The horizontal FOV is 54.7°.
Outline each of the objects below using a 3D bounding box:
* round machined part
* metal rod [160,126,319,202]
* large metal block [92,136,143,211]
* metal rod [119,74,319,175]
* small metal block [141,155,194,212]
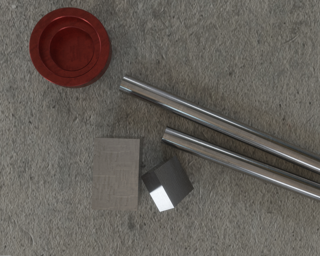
[{"bbox_3d":[-0.111,-0.100,0.400,0.099,0.042,0.097,0,90,-1],"label":"round machined part"},{"bbox_3d":[0.146,0.061,0.411,0.301,0.025,0.025,21,90,-1],"label":"metal rod"},{"bbox_3d":[-0.049,0.051,0.382,0.050,0.080,0.079,2,90,0],"label":"large metal block"},{"bbox_3d":[0.090,-0.002,0.411,0.301,0.025,0.025,23,90,-1],"label":"metal rod"},{"bbox_3d":[0.010,0.070,0.396,0.025,0.050,0.050,-28,90,39],"label":"small metal block"}]
